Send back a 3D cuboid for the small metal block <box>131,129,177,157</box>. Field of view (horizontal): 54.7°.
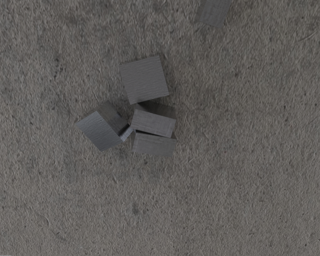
[{"bbox_3d":[-0.010,0.012,0.397,0.050,0.050,0.025,9,110,-12],"label":"small metal block"}]

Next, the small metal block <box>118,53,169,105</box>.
[{"bbox_3d":[-0.019,-0.062,0.387,0.050,0.025,0.050,-14,110,5],"label":"small metal block"}]

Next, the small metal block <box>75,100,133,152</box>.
[{"bbox_3d":[-0.071,-0.002,0.396,0.050,0.025,0.050,-24,112,42],"label":"small metal block"}]

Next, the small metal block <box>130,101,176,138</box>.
[{"bbox_3d":[-0.008,-0.014,0.391,0.050,0.050,0.025,15,110,-6],"label":"small metal block"}]

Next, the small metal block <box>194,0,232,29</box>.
[{"bbox_3d":[0.062,-0.141,0.345,0.025,0.050,0.050,18,109,-7],"label":"small metal block"}]
